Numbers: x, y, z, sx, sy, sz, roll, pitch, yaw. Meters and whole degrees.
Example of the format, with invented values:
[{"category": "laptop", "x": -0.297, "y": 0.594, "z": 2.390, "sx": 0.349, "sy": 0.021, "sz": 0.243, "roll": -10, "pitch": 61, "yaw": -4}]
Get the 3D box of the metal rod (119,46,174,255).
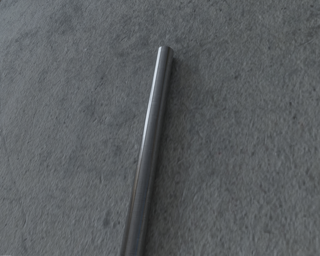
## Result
[{"category": "metal rod", "x": -0.012, "y": 0.016, "z": 0.398, "sx": 0.025, "sy": 0.025, "sz": 0.299, "roll": -5, "pitch": 59, "yaw": 25}]
